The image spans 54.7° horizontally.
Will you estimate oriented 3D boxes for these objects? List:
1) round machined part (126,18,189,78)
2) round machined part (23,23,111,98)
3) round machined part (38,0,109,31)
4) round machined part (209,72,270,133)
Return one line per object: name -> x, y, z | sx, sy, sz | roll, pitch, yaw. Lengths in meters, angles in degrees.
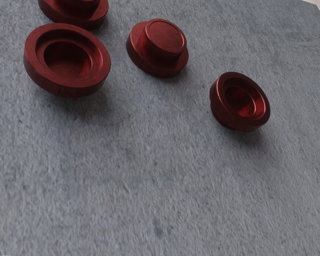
round machined part -> 0.002, -0.128, 0.473 | 0.099, 0.042, 0.098 | 14, 56, -21
round machined part -> -0.114, -0.077, 0.379 | 0.099, 0.042, 0.098 | 14, 56, -21
round machined part -> -0.121, -0.191, 0.445 | 0.099, 0.042, 0.098 | 14, 56, -21
round machined part -> 0.118, -0.036, 0.481 | 0.099, 0.042, 0.098 | 14, 56, -21
